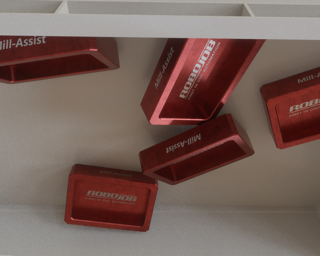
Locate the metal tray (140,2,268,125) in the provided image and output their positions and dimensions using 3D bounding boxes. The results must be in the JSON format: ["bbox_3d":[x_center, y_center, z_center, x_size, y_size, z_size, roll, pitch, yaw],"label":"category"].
[{"bbox_3d":[0.043,-0.059,0.334,0.091,0.030,0.129,0,135,-30],"label":"metal tray"}]

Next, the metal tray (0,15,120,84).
[{"bbox_3d":[-0.114,-0.072,0.305,0.131,0.090,0.030,-7,90,6],"label":"metal tray"}]

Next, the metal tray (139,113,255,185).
[{"bbox_3d":[0.050,0.034,0.412,0.130,0.030,0.090,-25,150,19],"label":"metal tray"}]

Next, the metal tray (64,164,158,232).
[{"bbox_3d":[-0.075,0.109,0.479,0.131,0.030,0.089,9,110,-8],"label":"metal tray"}]

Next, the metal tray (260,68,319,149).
[{"bbox_3d":[0.200,-0.029,0.382,0.130,0.030,0.090,-18,128,14],"label":"metal tray"}]
